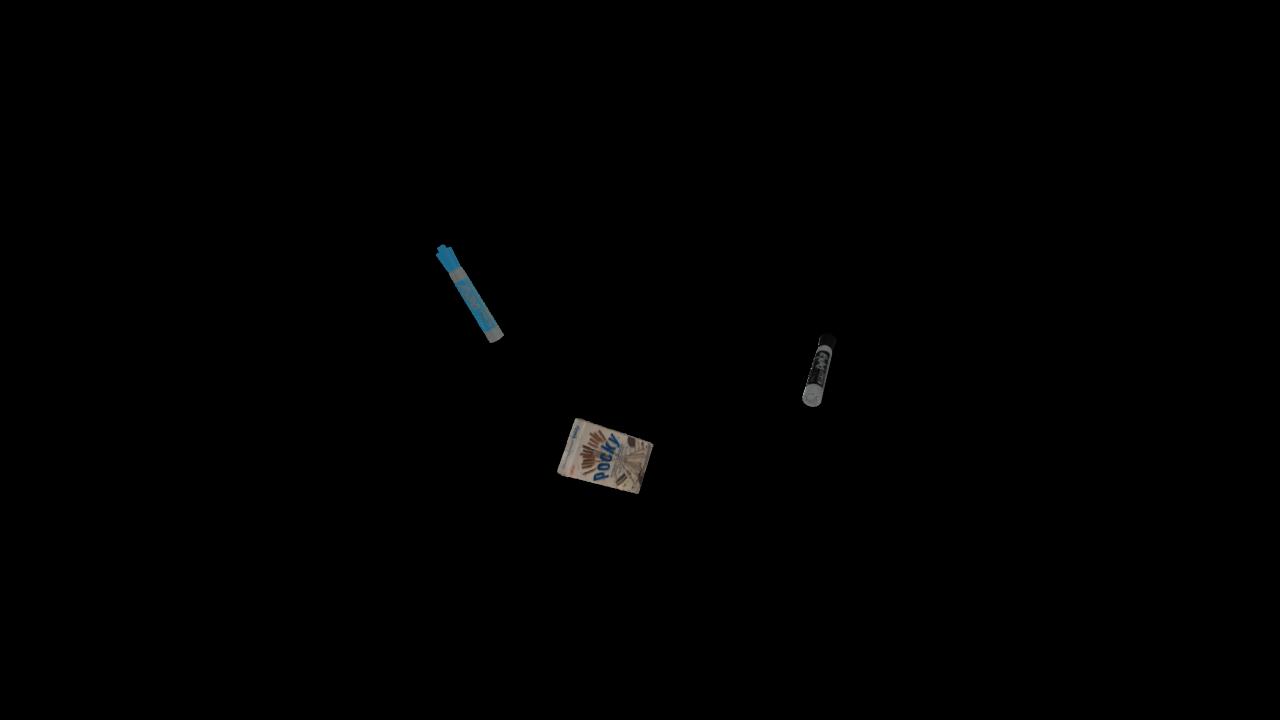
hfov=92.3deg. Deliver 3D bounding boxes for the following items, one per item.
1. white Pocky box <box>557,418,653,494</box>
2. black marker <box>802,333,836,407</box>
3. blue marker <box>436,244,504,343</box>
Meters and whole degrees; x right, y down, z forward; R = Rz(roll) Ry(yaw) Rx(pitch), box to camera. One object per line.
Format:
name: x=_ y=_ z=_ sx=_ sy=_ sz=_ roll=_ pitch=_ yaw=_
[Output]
white Pocky box: x=-0.047 y=0.144 z=0.912 sx=0.028 sy=0.084 sz=0.154 roll=10 pitch=-11 yaw=45
black marker: x=0.191 y=0.007 z=0.651 sx=0.020 sy=0.020 sz=0.121 roll=0 pitch=32 yaw=26
blue marker: x=-0.192 y=-0.074 z=0.691 sx=0.020 sy=0.121 sz=0.020 roll=-23 pitch=23 yaw=10
